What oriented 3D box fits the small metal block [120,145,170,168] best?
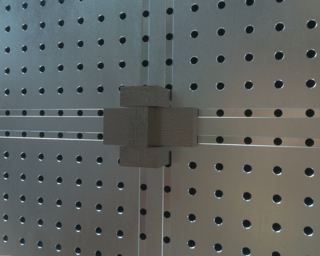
[{"bbox_3d":[-0.019,0.036,0.405,0.050,0.050,0.025,1,91,19],"label":"small metal block"}]

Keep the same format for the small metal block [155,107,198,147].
[{"bbox_3d":[0.022,-0.001,0.404,0.050,0.025,0.050,1,90,19],"label":"small metal block"}]

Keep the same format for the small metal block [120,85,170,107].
[{"bbox_3d":[-0.018,-0.039,0.404,0.050,0.050,0.025,1,91,19],"label":"small metal block"}]

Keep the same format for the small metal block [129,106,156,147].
[{"bbox_3d":[-0.018,-0.002,0.404,0.025,0.050,0.050,1,90,20],"label":"small metal block"}]

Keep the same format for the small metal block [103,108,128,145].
[{"bbox_3d":[-0.050,-0.002,0.429,0.050,0.025,0.050,1,90,19],"label":"small metal block"}]
